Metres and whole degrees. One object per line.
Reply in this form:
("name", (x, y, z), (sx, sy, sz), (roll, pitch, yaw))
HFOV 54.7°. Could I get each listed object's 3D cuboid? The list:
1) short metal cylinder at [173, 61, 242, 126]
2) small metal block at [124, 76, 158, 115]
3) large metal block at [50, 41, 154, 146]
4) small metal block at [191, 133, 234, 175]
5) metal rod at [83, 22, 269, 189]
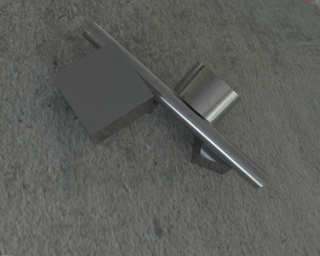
("short metal cylinder", (0.065, -0.048, 0.430), (0.080, 0.050, 0.080), (40, 11, -9))
("small metal block", (-0.032, -0.050, 0.421), (0.050, 0.025, 0.050), (12, 57, -22))
("large metal block", (-0.065, -0.039, 0.358), (0.080, 0.050, 0.080), (-33, 81, -15))
("small metal block", (0.073, 0.031, 0.428), (0.050, 0.025, 0.050), (22, 53, -15))
("metal rod", (0.021, -0.029, 0.404), (0.300, 0.025, 0.025), (41, 51, 0))
